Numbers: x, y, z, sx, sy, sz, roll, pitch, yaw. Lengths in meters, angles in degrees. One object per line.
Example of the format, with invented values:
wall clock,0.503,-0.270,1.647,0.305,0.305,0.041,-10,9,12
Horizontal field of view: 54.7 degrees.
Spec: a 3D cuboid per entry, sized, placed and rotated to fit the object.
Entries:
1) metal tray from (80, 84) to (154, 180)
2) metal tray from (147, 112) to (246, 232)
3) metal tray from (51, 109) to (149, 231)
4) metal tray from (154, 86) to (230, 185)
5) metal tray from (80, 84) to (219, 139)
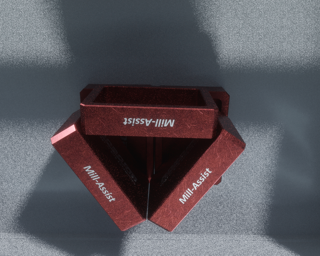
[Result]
metal tray,-0.053,0.009,0.411,0.091,0.030,0.129,0,109,0
metal tray,0.036,0.044,0.358,0.030,0.090,0.129,34,107,-12
metal tray,-0.061,0.041,0.357,0.030,0.090,0.130,-30,108,11
metal tray,0.039,0.011,0.412,0.091,0.030,0.129,1,109,-1
metal tray,-0.010,-0.021,0.334,0.131,0.090,0.030,2,111,-1
